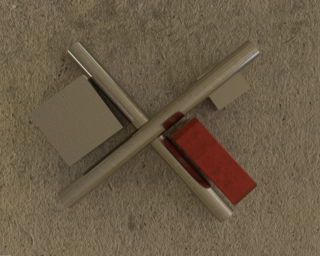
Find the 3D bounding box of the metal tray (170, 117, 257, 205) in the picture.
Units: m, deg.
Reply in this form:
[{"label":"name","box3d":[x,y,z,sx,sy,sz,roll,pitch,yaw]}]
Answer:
[{"label":"metal tray","box3d":[0.053,0.032,0.359,0.030,0.130,0.090,-43,90,1]}]

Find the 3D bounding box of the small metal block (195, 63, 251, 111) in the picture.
[{"label":"small metal block","box3d":[0.082,-0.057,0.412,0.050,0.025,0.050,-35,90,0]}]

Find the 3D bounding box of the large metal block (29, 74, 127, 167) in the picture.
[{"label":"large metal block","box3d":[-0.101,-0.009,0.396,0.080,0.050,0.080,-37,90,0]}]

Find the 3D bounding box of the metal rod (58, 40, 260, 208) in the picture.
[{"label":"metal rod","box3d":[-0.001,-0.005,0.386,0.300,0.025,0.025,-39,91,-1]}]

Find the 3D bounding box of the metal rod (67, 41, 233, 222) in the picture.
[{"label":"metal rod","box3d":[-0.012,0.006,0.411,0.025,0.025,0.300,-42,91,0]}]
